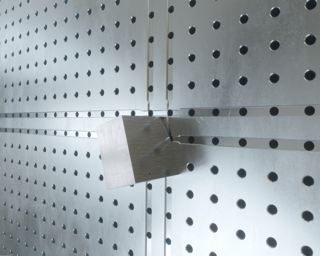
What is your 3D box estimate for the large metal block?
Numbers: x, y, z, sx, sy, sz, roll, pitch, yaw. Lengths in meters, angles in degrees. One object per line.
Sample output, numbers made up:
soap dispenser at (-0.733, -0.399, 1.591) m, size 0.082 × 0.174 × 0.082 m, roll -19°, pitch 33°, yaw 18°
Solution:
large metal block at (-0.028, 0.030, 0.398) m, size 0.050 × 0.081 × 0.080 m, roll -21°, pitch 77°, yaw 38°
